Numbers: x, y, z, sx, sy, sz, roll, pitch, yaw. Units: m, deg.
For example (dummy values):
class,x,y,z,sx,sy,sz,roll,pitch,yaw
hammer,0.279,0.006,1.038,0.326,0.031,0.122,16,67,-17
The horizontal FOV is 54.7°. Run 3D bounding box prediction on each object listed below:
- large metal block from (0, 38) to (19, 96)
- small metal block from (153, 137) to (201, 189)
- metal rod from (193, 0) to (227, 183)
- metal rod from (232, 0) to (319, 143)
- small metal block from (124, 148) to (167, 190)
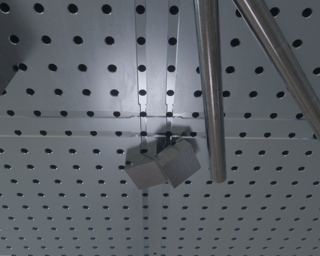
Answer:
class,x,y,z,sx,sy,sz,roll,pitch,yaw
large metal block,-0.201,-0.069,0.315,0.050,0.080,0.080,-11,129,9
small metal block,0.025,0.049,0.439,0.050,0.025,0.050,-36,129,-13
metal rod,0.065,-0.036,0.381,0.025,0.025,0.298,-8,130,6
metal rod,0.166,-0.050,0.370,0.025,0.025,0.300,-31,124,23
small metal block,-0.018,0.063,0.465,0.050,0.025,0.050,-18,128,14
